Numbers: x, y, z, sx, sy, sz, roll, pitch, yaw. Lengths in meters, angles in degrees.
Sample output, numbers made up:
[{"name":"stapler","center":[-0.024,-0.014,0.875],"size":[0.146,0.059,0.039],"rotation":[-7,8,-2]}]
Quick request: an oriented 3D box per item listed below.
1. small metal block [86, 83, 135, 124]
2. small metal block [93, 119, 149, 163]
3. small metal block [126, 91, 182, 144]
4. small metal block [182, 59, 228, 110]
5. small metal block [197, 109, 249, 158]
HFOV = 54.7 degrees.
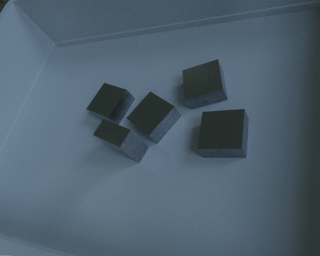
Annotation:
[{"name":"small metal block","center":[-0.074,-0.036,0.467],"size":[0.050,0.025,0.050],"rotation":[21,73,35]},{"name":"small metal block","center":[-0.050,0.017,0.406],"size":[0.050,0.050,0.025],"rotation":[20,73,35]},{"name":"small metal block","center":[-0.008,-0.015,0.419],"size":[0.050,0.025,0.050],"rotation":[-49,52,-7]},{"name":"small metal block","center":[0.059,-0.057,0.410],"size":[0.050,0.025,0.050],"rotation":[-14,56,20]},{"name":"small metal block","center":[0.075,0.007,0.362],"size":[0.050,0.025,0.050],"rotation":[-3,60,27]}]
